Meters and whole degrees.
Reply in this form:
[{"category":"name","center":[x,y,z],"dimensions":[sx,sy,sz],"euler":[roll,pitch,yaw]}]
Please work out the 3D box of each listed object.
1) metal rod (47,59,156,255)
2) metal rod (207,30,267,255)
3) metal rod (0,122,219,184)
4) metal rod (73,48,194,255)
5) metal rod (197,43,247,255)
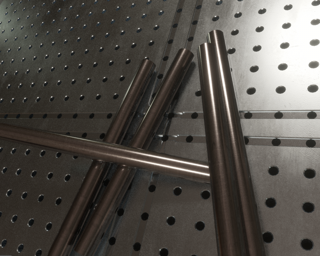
[{"category":"metal rod","center":[-0.072,0.032,0.424],"dimensions":[0.025,0.025,0.300],"euler":[10,66,32]},{"category":"metal rod","center":[0.083,-0.005,0.366],"dimensions":[0.025,0.025,0.299],"euler":[-14,56,20]},{"category":"metal rod","center":[-0.076,0.028,0.386],"dimensions":[0.301,0.025,0.025],"euler":[10,66,17]},{"category":"metal rod","center":[-0.026,0.020,0.408],"dimensions":[0.025,0.025,0.300],"euler":[15,69,34]},{"category":"metal rod","center":[0.063,0.025,0.329],"dimensions":[0.025,0.025,0.299],"euler":[-14,56,20]}]
